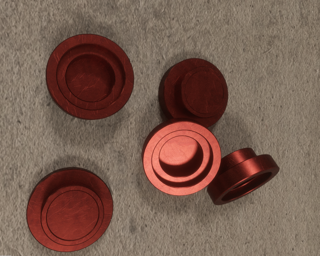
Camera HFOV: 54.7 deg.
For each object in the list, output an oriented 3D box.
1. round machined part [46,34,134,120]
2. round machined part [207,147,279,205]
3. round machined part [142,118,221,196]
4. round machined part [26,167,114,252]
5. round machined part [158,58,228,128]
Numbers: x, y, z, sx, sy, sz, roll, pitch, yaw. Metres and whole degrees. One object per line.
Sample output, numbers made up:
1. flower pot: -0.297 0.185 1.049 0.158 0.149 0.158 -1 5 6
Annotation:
1. round machined part: -0.084 -0.058 0.370 0.099 0.042 0.097 0 90 -21
2. round machined part: 0.107 0.063 0.422 0.099 0.097 0.042 -17 61 -20
3. round machined part: 0.025 0.034 0.400 0.099 0.042 0.097 -2 104 -7
4. round machined part: -0.103 0.097 0.363 0.099 0.042 0.097 0 90 -21
5. round machined part: 0.051 -0.046 0.420 0.099 0.042 0.097 0 90 -20
